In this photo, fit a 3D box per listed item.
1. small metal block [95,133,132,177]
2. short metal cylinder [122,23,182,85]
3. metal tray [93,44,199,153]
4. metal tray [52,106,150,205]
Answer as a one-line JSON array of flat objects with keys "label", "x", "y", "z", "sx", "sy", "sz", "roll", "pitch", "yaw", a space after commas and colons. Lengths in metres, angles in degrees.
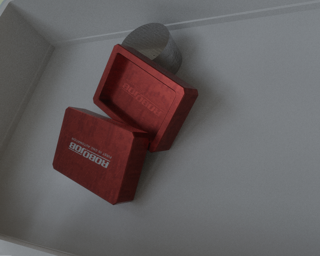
[{"label": "small metal block", "x": -0.063, "y": 0.034, "z": 0.416, "sx": 0.050, "sy": 0.025, "sz": 0.050, "roll": -43, "pitch": 51, "yaw": -2}, {"label": "short metal cylinder", "x": -0.013, "y": -0.109, "z": 0.462, "sx": 0.080, "sy": 0.050, "sz": 0.080, "roll": -13, "pitch": 56, "yaw": 20}, {"label": "metal tray", "x": -0.024, "y": -0.040, "z": 0.400, "sx": 0.130, "sy": 0.030, "sz": 0.089, "roll": 38, "pitch": 113, "yaw": 29}, {"label": "metal tray", "x": -0.081, "y": 0.031, "z": 0.401, "sx": 0.130, "sy": 0.030, "sz": 0.089, "roll": 20, "pitch": 97, "yaw": 35}]
